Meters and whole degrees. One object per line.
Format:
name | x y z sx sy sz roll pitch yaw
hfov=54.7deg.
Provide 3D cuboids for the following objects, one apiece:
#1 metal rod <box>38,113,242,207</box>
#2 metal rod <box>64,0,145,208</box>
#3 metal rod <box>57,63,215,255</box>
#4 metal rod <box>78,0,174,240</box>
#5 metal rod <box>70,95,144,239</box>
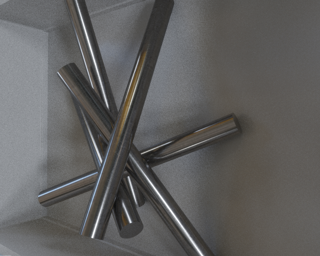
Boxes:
metal rod | -0.042 0.049 0.397 0.300 0.025 0.025 -23 75 23
metal rod | -0.073 -0.034 0.415 0.025 0.025 0.298 -9 100 40
metal rod | -0.023 0.051 0.362 0.025 0.025 0.299 -38 87 33
metal rod | -0.031 -0.029 0.354 0.025 0.025 0.299 -2 64 40
metal rod | -0.086 0.016 0.417 0.025 0.025 0.300 -60 38 23
